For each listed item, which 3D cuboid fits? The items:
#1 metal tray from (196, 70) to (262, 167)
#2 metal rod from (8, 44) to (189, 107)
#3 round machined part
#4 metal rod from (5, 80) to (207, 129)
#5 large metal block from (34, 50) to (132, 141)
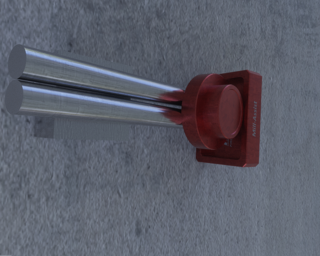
[{"bbox_3d":[0.097,-0.012,0.447,0.030,0.090,0.129,5,87,-40],"label":"metal tray"},{"bbox_3d":[-0.011,-0.041,0.340,0.302,0.025,0.025,4,88,-53],"label":"metal rod"},{"bbox_3d":[0.073,-0.021,0.395,0.099,0.042,0.097,-4,96,-51],"label":"round machined part"},{"bbox_3d":[-0.012,-0.015,0.339,0.302,0.025,0.025,5,87,-53],"label":"metal rod"},{"bbox_3d":[-0.078,-0.028,0.321,0.081,0.050,0.080,4,87,-40],"label":"large metal block"}]
